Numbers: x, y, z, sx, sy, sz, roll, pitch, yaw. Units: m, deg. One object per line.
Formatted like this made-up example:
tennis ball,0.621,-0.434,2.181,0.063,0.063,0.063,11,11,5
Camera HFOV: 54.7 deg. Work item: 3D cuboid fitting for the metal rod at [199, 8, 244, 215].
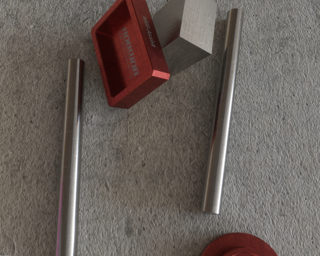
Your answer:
metal rod,0.088,-0.036,0.422,0.025,0.025,0.299,10,70,3

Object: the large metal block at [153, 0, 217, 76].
large metal block,0.027,-0.128,0.419,0.050,0.080,0.080,21,67,-29

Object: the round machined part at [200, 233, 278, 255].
round machined part,0.090,0.166,0.340,0.099,0.042,0.098,0,70,-1

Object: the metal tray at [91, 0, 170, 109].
metal tray,-0.044,-0.102,0.412,0.030,0.090,0.130,5,62,-46

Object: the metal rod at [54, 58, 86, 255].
metal rod,-0.112,0.048,0.389,0.025,0.025,0.299,-2,70,-1
